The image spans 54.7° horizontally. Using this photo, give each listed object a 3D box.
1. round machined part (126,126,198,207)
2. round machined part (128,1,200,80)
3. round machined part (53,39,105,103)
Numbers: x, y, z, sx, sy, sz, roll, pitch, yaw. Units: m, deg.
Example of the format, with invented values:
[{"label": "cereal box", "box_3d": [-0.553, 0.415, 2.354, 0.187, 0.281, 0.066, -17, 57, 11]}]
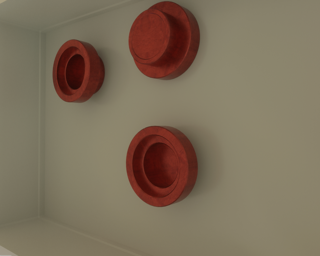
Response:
[{"label": "round machined part", "box_3d": [0.007, 0.046, 0.389, 0.098, 0.042, 0.097, 0, 90, 39]}, {"label": "round machined part", "box_3d": [-0.002, -0.112, 0.396, 0.098, 0.042, 0.097, 0, 90, 39]}, {"label": "round machined part", "box_3d": [-0.127, -0.089, 0.497, 0.098, 0.042, 0.097, 0, 90, 39]}]
